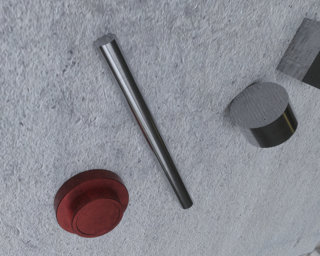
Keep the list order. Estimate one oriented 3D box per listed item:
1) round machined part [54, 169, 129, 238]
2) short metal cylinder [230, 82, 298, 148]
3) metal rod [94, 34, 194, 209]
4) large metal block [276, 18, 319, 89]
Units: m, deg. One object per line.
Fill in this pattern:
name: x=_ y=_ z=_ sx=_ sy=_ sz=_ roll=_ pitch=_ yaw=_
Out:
round machined part: x=-0.088 y=0.107 z=0.414 sx=0.099 sy=0.042 sz=0.097 roll=-14 pitch=124 yaw=-21
short metal cylinder: x=0.148 y=-0.019 z=0.440 sx=0.080 sy=0.080 sz=0.050 roll=-42 pitch=130 yaw=1
metal rod: x=-0.007 y=0.016 z=0.412 sx=0.025 sy=0.025 sz=0.299 roll=-32 pitch=129 yaw=-8
large metal block: x=0.232 y=-0.103 z=0.453 sx=0.081 sy=0.050 sz=0.079 roll=12 pitch=112 yaw=-33
